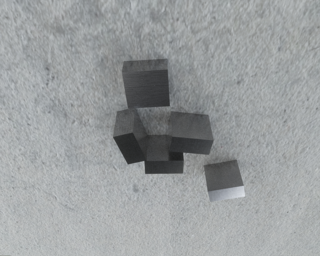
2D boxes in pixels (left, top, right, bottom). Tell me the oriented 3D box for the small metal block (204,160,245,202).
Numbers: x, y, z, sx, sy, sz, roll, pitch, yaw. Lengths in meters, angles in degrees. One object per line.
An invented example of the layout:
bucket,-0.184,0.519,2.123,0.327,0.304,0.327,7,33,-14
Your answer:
small metal block,0.095,0.078,0.459,0.050,0.050,0.025,-11,129,9

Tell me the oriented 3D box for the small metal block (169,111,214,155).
small metal block,0.038,0.006,0.396,0.050,0.050,0.025,6,130,-5

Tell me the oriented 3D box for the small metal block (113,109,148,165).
small metal block,-0.037,0.010,0.399,0.025,0.050,0.050,-13,129,11

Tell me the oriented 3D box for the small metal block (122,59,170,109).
small metal block,-0.015,-0.052,0.363,0.050,0.025,0.050,-3,130,2

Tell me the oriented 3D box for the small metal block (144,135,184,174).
small metal block,0.005,0.035,0.421,0.050,0.050,0.025,-1,130,0
